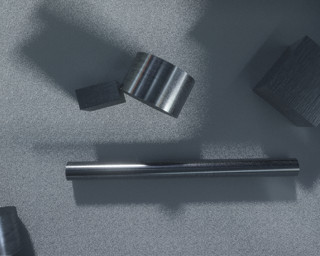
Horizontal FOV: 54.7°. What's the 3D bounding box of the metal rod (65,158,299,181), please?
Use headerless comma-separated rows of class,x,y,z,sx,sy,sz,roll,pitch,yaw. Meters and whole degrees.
metal rod,0.030,0.055,0.411,0.302,0.025,0.025,-1,90,-1

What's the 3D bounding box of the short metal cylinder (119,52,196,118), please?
short metal cylinder,-0.003,-0.052,0.384,0.080,0.080,0.050,27,90,-1

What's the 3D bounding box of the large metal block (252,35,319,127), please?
large metal block,0.184,-0.057,0.401,0.080,0.050,0.080,39,90,-1

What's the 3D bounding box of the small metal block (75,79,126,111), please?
small metal block,-0.074,-0.040,0.397,0.050,0.050,0.025,-14,90,2

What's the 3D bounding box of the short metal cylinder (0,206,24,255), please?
short metal cylinder,-0.216,0.133,0.381,0.080,0.080,0.050,-11,90,0
